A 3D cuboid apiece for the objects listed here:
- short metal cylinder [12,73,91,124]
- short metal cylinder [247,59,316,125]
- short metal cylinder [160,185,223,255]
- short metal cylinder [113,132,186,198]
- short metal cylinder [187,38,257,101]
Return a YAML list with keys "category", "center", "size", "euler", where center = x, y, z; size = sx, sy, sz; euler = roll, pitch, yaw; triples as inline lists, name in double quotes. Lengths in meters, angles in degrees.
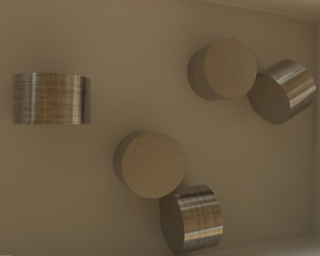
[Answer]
- category: "short metal cylinder"
  center: [-0.117, -0.029, 0.338]
  size: [0.081, 0.080, 0.050]
  euler: [0, 90, -20]
- category: "short metal cylinder"
  center: [0.173, -0.052, 0.447]
  size: [0.050, 0.080, 0.080]
  euler: [-30, 100, -18]
- category: "short metal cylinder"
  center: [0.037, 0.116, 0.397]
  size: [0.050, 0.080, 0.079]
  euler: [-3, 91, -20]
- category: "short metal cylinder"
  center: [-0.015, 0.044, 0.393]
  size: [0.081, 0.050, 0.079]
  euler: [0, 90, -21]
- category: "short metal cylinder"
  center: [0.085, -0.079, 0.430]
  size: [0.081, 0.050, 0.079]
  euler: [0, 90, -21]
